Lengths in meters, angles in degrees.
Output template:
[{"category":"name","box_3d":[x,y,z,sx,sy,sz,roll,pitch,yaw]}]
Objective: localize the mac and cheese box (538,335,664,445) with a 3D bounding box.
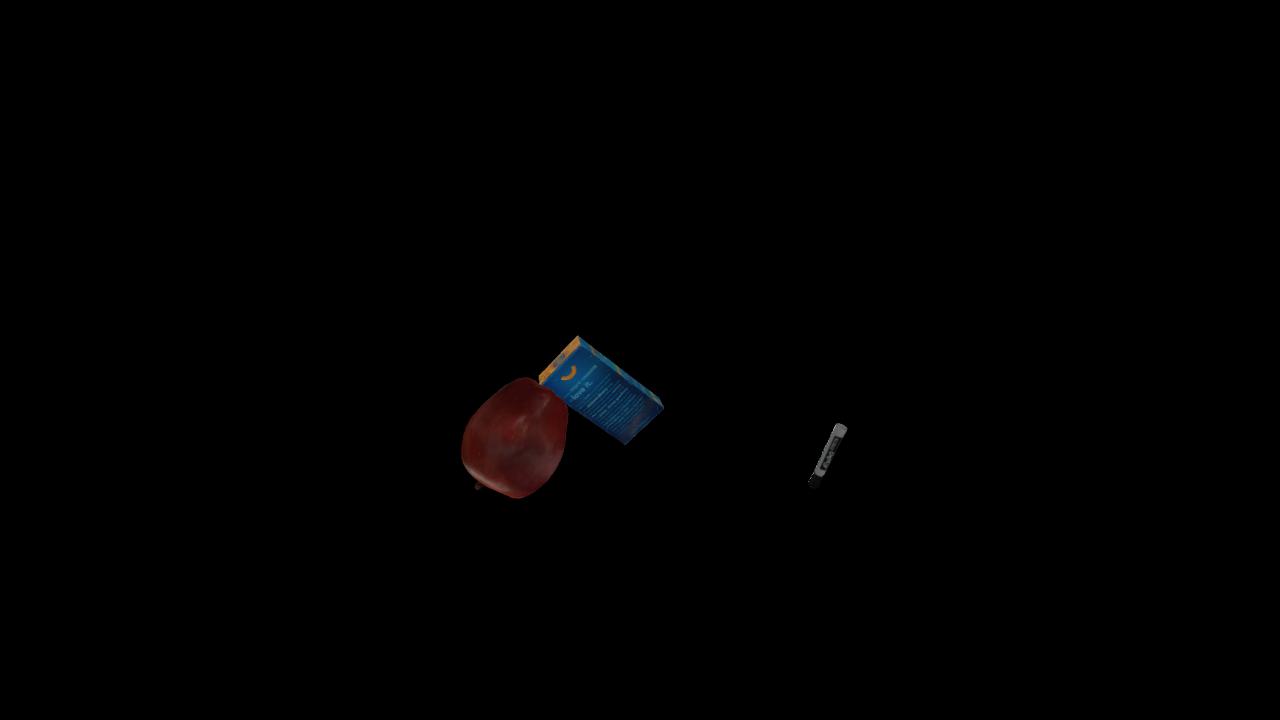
[{"category":"mac and cheese box","box_3d":[-0.058,0.050,0.960,0.184,0.093,0.041,39,14,-29]}]

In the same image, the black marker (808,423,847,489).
[{"category":"black marker","box_3d":[0.296,0.155,0.977,0.020,0.121,0.020,14,25,-7]}]

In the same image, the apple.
[{"category":"apple","box_3d":[-0.097,0.062,0.478,0.079,0.093,0.079,30,-16,10]}]
